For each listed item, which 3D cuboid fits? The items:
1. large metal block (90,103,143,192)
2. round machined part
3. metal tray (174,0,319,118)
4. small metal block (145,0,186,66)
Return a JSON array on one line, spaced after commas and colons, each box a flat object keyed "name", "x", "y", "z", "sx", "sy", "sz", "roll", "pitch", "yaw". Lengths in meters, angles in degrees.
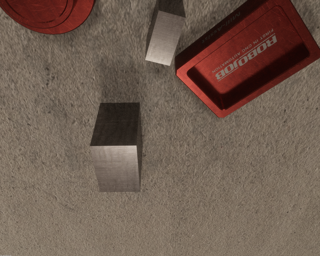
[{"name": "large metal block", "x": -0.050, "y": 0.024, "z": 0.391, "sx": 0.050, "sy": 0.080, "sz": 0.079, "roll": -1, "pitch": 130, "yaw": 0}, {"name": "round machined part", "x": -0.109, "y": -0.131, "z": 0.283, "sx": 0.099, "sy": 0.042, "sz": 0.097, "roll": -1, "pitch": 130, "yaw": 0}, {"name": "metal tray", "x": 0.092, "y": -0.077, "z": 0.339, "sx": 0.130, "sy": 0.030, "sz": 0.090, "roll": -34, "pitch": 123, "yaw": 25}, {"name": "small metal block", "x": 0.004, "y": -0.098, "z": 0.307, "sx": 0.025, "sy": 0.050, "sz": 0.050, "roll": 12, "pitch": 129, "yaw": -10}]
